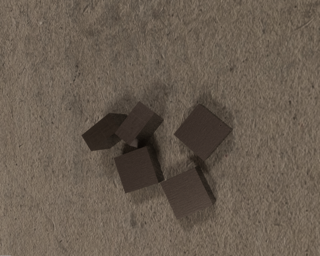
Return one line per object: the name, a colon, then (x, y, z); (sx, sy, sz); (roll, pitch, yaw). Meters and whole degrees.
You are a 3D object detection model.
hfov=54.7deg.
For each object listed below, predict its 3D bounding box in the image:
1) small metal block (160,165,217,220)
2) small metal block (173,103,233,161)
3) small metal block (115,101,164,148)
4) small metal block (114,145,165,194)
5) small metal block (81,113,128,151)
small metal block: (0.036, 0.082, 0.396); (0.050, 0.025, 0.050); (-28, 81, 17)
small metal block: (0.055, 0.005, 0.389); (0.050, 0.025, 0.050); (42, 103, 15)
small metal block: (-0.025, -0.002, 0.399); (0.025, 0.050, 0.050); (38, 91, 16)
small metal block: (-0.028, 0.055, 0.418); (0.050, 0.025, 0.050); (-21, 83, 18)
small metal block: (-0.068, 0.005, 0.419); (0.050, 0.050, 0.025); (-37, 79, 16)
